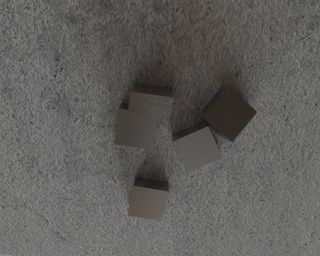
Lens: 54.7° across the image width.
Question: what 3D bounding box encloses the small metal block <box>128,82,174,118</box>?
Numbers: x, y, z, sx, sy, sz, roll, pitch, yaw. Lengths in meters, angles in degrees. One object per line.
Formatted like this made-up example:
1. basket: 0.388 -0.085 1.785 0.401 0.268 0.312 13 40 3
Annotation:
1. small metal block: -0.011 -0.036 0.383 0.050 0.050 0.025 8 110 -3

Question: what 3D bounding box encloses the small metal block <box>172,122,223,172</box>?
1. small metal block: 0.050 0.024 0.419 0.050 0.025 0.050 -25 109 9

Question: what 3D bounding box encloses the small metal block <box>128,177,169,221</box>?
1. small metal block: -0.017 0.102 0.447 0.050 0.025 0.050 10 110 -4

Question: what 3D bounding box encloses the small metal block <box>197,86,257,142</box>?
1. small metal block: 0.086 -0.018 0.397 0.050 0.025 0.050 40 88 -14

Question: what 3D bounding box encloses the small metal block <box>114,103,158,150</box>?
1. small metal block: -0.031 -0.002 0.409 0.050 0.025 0.050 9 110 -4
